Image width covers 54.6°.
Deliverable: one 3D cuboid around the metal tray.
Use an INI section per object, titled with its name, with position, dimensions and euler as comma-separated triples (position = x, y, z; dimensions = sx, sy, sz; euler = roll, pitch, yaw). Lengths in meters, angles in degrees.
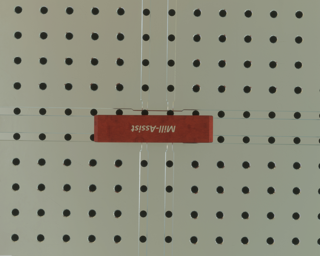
[metal tray]
position = -0.007, 0.001, 0.380
dimensions = 0.131, 0.090, 0.030
euler = 0, 90, 0
